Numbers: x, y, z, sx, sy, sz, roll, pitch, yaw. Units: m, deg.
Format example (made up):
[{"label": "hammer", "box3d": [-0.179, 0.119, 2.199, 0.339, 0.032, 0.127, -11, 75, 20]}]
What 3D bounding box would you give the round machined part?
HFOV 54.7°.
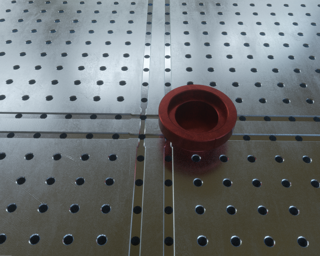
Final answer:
[{"label": "round machined part", "box3d": [0.047, -0.009, 0.405, 0.099, 0.042, 0.098, 0, 50, 0]}]
